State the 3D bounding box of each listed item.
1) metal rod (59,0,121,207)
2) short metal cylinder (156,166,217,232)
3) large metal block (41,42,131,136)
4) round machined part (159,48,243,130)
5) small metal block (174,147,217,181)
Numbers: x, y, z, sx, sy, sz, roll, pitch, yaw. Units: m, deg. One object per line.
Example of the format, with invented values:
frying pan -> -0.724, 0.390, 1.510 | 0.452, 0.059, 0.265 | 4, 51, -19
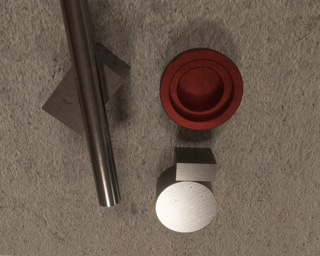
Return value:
metal rod -> -0.072, -0.056, 0.302 | 0.025, 0.025, 0.298 | -5, 110, 1
short metal cylinder -> 0.035, 0.097, 0.433 | 0.081, 0.050, 0.079 | 0, 110, -1
large metal block -> -0.081, -0.049, 0.361 | 0.050, 0.080, 0.080 | 38, 106, -13
round machined part -> 0.049, -0.050, 0.383 | 0.099, 0.042, 0.097 | 0, 110, -1
small metal block -> 0.046, 0.047, 0.415 | 0.050, 0.050, 0.025 | 2, 110, -1
